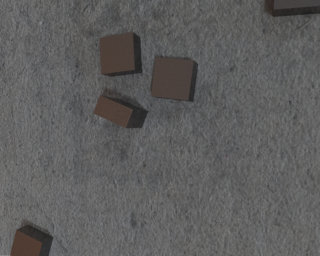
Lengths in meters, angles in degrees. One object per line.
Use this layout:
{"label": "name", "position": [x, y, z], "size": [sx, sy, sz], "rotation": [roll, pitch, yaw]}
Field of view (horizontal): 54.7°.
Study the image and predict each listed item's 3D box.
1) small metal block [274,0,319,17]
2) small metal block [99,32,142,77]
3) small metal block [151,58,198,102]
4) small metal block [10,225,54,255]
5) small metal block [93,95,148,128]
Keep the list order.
{"label": "small metal block", "position": [0.158, -0.158, 0.354], "size": [0.050, 0.025, 0.050], "rotation": [2, 91, 19]}
{"label": "small metal block", "position": [-0.054, -0.100, 0.427], "size": [0.050, 0.025, 0.050], "rotation": [-4, 89, 19]}
{"label": "small metal block", "position": [0.019, -0.062, 0.402], "size": [0.050, 0.025, 0.050], "rotation": [8, 93, 19]}
{"label": "small metal block", "position": [-0.198, 0.186, 0.477], "size": [0.050, 0.025, 0.050], "rotation": [18, 96, 18]}
{"label": "small metal block", "position": [-0.051, -0.021, 0.413], "size": [0.050, 0.050, 0.025], "rotation": [24, 98, 18]}
